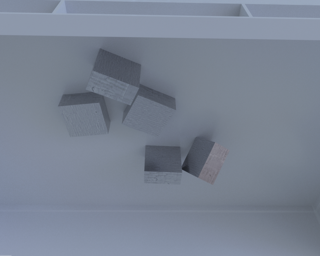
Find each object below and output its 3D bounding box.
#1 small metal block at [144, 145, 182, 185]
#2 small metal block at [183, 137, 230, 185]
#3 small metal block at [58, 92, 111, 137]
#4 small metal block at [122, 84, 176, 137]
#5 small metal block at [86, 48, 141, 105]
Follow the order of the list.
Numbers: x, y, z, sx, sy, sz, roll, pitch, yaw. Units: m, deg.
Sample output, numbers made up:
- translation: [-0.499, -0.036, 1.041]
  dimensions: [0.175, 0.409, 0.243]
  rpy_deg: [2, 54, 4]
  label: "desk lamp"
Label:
- translation: [0.004, 0.051, 0.437]
  dimensions: [0.050, 0.050, 0.025]
  rpy_deg: [3, 130, -3]
  label: "small metal block"
- translation: [0.060, 0.043, 0.417]
  dimensions: [0.025, 0.050, 0.050]
  rpy_deg: [29, 85, -23]
  label: "small metal block"
- translation: [-0.094, -0.017, 0.393]
  dimensions: [0.050, 0.025, 0.050]
  rpy_deg: [-5, 130, 3]
  label: "small metal block"
- translation: [-0.014, -0.021, 0.391]
  dimensions: [0.050, 0.025, 0.050]
  rpy_deg: [21, 127, -17]
  label: "small metal block"
- translation: [-0.050, -0.057, 0.343]
  dimensions: [0.050, 0.050, 0.025]
  rpy_deg: [19, 127, -16]
  label: "small metal block"
